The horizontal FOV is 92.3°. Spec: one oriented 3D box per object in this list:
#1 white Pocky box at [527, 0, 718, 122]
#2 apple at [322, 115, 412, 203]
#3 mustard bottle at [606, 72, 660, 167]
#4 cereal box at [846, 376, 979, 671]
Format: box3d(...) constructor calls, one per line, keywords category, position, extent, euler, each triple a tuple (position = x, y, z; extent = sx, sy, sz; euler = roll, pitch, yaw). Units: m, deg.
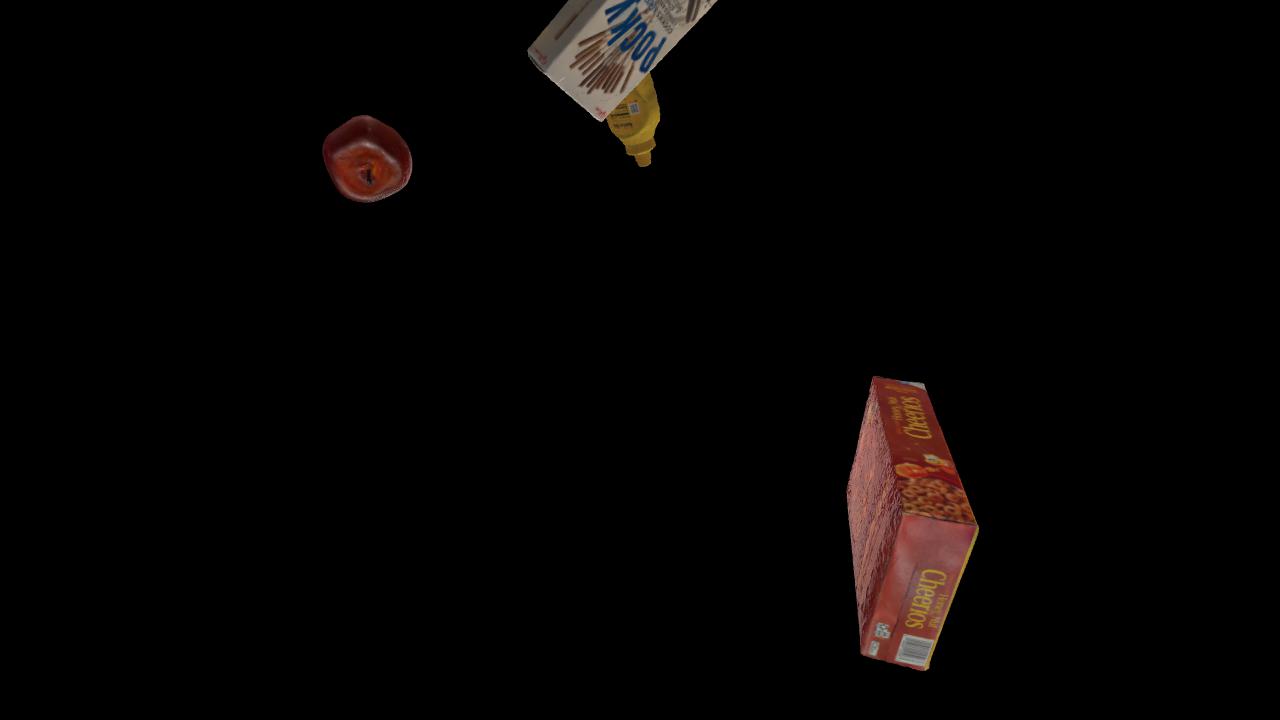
box3d(category="white Pocky box", position=(0.000, -0.246, 0.429), extent=(0.154, 0.028, 0.084), euler=(-41, -20, 17))
box3d(category="apple", position=(-0.259, -0.191, 0.588), extent=(0.079, 0.079, 0.093), euler=(0, 39, -21))
box3d(category="mustard bottle", position=(-0.016, -0.350, 0.824), extent=(0.092, 0.184, 0.054), euler=(11, 40, 39))
box3d(category="cereal box", position=(0.313, 0.176, 0.749), extent=(0.081, 0.203, 0.306), euler=(9, 26, 12))
